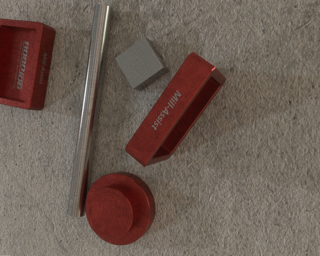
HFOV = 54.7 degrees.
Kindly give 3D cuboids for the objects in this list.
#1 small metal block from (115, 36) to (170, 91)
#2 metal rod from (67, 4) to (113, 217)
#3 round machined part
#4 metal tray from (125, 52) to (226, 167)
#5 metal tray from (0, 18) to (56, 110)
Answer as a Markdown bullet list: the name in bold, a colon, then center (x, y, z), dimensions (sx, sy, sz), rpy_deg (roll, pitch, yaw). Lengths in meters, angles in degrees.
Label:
- **small metal block**: center (-0.024, -0.085, 0.416), dimensions (0.050, 0.025, 0.050), rpy_deg (-33, 80, 16)
- **metal rod**: center (-0.101, -0.022, 0.443), dimensions (0.025, 0.025, 0.298), rpy_deg (9, 93, 19)
- **round machined part**: center (-0.060, 0.111, 0.420), dimensions (0.098, 0.042, 0.097), rpy_deg (0, 90, 19)
- **metal tray**: center (0.022, -0.018, 0.366), dimensions (0.030, 0.090, 0.129), rpy_deg (38, 102, 16)
- **metal tray**: center (-0.218, -0.098, 0.480), dimensions (0.090, 0.030, 0.129), rpy_deg (11, 94, 19)
